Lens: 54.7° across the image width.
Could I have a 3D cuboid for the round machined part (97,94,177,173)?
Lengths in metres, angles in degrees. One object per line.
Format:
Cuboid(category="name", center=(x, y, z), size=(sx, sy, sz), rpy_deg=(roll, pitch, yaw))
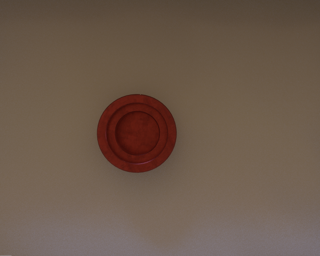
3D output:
Cuboid(category="round machined part", center=(-0.029, 0.006, 0.403), size=(0.099, 0.042, 0.097), rpy_deg=(0, 90, -1))
